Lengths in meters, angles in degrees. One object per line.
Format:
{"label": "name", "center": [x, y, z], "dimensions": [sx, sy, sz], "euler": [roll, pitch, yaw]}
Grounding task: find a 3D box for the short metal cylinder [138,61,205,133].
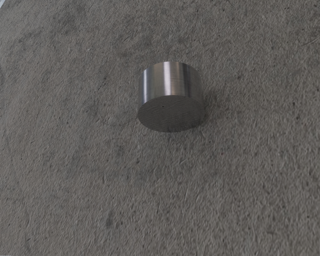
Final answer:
{"label": "short metal cylinder", "center": [0.013, -0.036, 0.385], "dimensions": [0.080, 0.080, 0.050], "euler": [-15, 56, 20]}
